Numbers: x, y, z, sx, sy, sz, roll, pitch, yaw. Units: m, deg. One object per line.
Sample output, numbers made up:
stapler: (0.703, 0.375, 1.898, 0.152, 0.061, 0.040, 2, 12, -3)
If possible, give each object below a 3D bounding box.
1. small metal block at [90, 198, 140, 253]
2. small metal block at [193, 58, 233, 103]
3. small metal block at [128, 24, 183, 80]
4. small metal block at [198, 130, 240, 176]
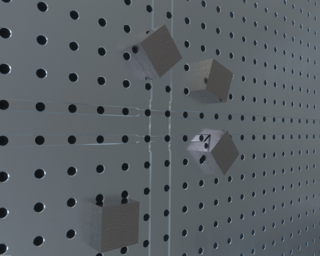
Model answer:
small metal block: (-0.053, 0.112, 0.364, 0.050, 0.025, 0.050, 3, 88, -40)
small metal block: (0.082, -0.071, 0.477, 0.050, 0.025, 0.050, 25, 74, -37)
small metal block: (-0.005, -0.098, 0.404, 0.050, 0.025, 0.050, -46, 118, -30)
small metal block: (0.093, 0.038, 0.486, 0.050, 0.025, 0.050, -47, 118, -29)
